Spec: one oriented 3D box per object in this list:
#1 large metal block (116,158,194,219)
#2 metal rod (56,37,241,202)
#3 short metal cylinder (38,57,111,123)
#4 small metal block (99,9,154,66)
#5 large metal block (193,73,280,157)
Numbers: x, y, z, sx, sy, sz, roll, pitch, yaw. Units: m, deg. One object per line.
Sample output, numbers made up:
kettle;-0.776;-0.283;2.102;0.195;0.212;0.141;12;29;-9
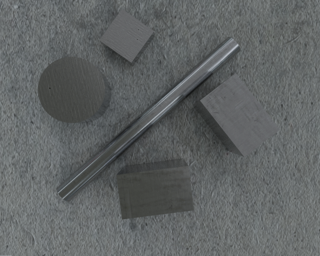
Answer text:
large metal block;-0.005;0.071;0.383;0.080;0.080;0.050;-7;90;0
metal rod;-0.015;-0.012;0.409;0.300;0.025;0.025;-41;90;0
short metal cylinder;-0.106;-0.046;0.397;0.081;0.050;0.080;0;90;0
small metal block;-0.043;-0.118;0.410;0.050;0.025;0.050;35;90;0
large metal block;0.089;-0.015;0.383;0.050;0.080;0.080;-38;90;0
